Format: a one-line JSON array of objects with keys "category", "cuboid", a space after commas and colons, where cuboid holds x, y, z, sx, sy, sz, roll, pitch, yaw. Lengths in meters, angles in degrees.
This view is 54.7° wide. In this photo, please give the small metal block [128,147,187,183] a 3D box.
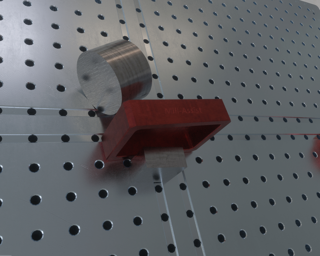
[{"category": "small metal block", "cuboid": [-0.004, 0.044, 0.363, 0.050, 0.050, 0.025, 3, 61, -27]}]

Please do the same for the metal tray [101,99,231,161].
[{"category": "metal tray", "cuboid": [0.007, 0.002, 0.368, 0.131, 0.090, 0.030, -4, 64, -30]}]

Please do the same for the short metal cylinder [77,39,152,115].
[{"category": "short metal cylinder", "cuboid": [-0.056, -0.063, 0.381, 0.050, 0.080, 0.080, -34, 81, -38]}]
